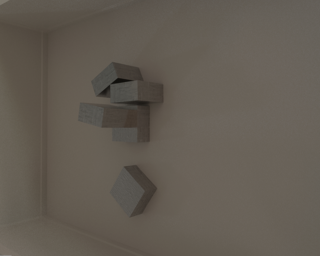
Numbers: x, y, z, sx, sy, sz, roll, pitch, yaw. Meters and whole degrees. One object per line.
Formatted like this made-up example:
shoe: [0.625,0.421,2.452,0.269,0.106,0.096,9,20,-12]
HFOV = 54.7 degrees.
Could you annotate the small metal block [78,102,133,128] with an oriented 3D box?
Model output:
small metal block: [-0.074,-0.017,0.419,0.050,0.050,0.025,14,99,39]

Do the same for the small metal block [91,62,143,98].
small metal block: [-0.060,-0.066,0.440,0.050,0.050,0.025,-32,70,35]

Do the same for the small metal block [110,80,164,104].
small metal block: [-0.031,-0.046,0.416,0.050,0.050,0.025,-1,90,40]

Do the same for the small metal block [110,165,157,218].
small metal block: [-0.039,0.089,0.439,0.050,0.025,0.050,43,116,31]

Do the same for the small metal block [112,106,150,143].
small metal block: [-0.042,-0.006,0.441,0.050,0.025,0.050,1,91,40]
